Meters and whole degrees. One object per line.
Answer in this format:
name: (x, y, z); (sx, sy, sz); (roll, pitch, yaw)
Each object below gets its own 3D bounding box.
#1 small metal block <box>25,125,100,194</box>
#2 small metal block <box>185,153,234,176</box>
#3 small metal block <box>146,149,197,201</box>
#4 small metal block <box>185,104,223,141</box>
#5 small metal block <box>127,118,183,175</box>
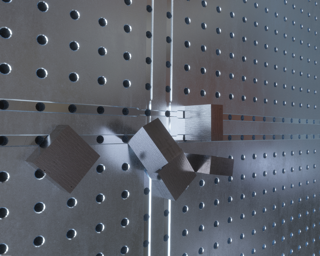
small metal block: (-0.100, 0.032, 0.324); (0.050, 0.025, 0.050); (51, 60, -28)
small metal block: (0.071, 0.053, 0.451); (0.050, 0.050, 0.025); (12, 83, -39)
small metal block: (0.016, 0.062, 0.422); (0.050, 0.025, 0.050); (-44, 117, -31)
small metal block: (0.062, -0.007, 0.444); (0.025, 0.050, 0.050); (-1, 91, -40)
small metal block: (-0.007, 0.023, 0.375); (0.025, 0.050, 0.050); (-32, 84, -35)
